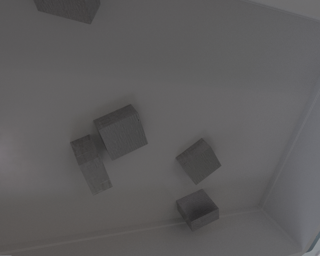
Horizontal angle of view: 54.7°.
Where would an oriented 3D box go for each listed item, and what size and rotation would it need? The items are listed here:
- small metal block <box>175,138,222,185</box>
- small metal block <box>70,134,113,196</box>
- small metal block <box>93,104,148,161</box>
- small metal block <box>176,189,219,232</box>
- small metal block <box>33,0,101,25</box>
[{"bbox_3d":[0.059,0.052,0.473,0.050,0.025,0.050,-37,129,-4],"label":"small metal block"},{"bbox_3d":[-0.083,0.044,0.374,0.025,0.050,0.050,-24,127,-14],"label":"small metal block"},{"bbox_3d":[-0.048,0.006,0.386,0.050,0.025,0.050,-25,128,-13],"label":"small metal block"},{"bbox_3d":[0.062,0.134,0.509,0.050,0.050,0.025,-20,126,-16],"label":"small metal block"},{"bbox_3d":[-0.082,-0.120,0.260,0.050,0.025,0.050,16,157,5],"label":"small metal block"}]
